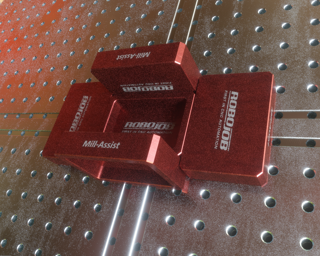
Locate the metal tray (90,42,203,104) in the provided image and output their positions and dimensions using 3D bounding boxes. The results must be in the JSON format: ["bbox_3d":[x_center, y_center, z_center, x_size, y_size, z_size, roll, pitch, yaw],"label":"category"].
[{"bbox_3d":[-0.014,-0.067,0.414,0.130,0.090,0.030,1,63,28],"label":"metal tray"}]

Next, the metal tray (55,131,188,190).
[{"bbox_3d":[-0.044,0.038,0.363,0.130,0.090,0.030,1,63,28],"label":"metal tray"}]

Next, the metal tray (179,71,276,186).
[{"bbox_3d":[0.081,-0.003,0.361,0.090,0.030,0.130,2,62,27],"label":"metal tray"}]

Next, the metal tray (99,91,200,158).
[{"bbox_3d":[-0.017,-0.001,0.410,0.130,0.030,0.090,1,62,28],"label":"metal tray"}]

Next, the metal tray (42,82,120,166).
[{"bbox_3d":[-0.113,-0.008,0.467,0.090,0.030,0.130,1,62,28],"label":"metal tray"}]
